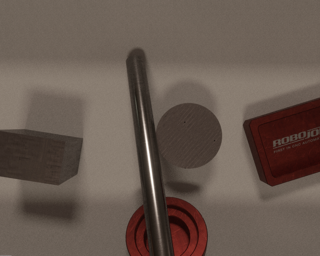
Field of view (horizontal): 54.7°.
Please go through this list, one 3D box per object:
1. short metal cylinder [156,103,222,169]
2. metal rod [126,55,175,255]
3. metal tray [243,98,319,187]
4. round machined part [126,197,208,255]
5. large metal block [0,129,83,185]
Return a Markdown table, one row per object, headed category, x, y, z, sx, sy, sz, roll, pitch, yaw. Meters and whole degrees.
| category | x | y | z | sx | sy | sz | roll | pitch | yaw |
| --- | --- | --- | --- | --- | --- | --- | --- | --- | --- |
| short metal cylinder | 0.035 | 0.009 | 0.399 | 0.081 | 0.050 | 0.079 | 0 | 90 | -1 |
| metal rod | -0.011 | 0.046 | 0.352 | 0.025 | 0.025 | 0.299 | -9 | 66 | 0 |
| metal tray | 0.188 | 0.015 | 0.411 | 0.131 | 0.030 | 0.090 | -17 | 90 | -1 |
| round machined part | 0.009 | 0.140 | 0.387 | 0.099 | 0.042 | 0.098 | -2 | 49 | 3 |
| large metal block | -0.148 | 0.033 | 0.382 | 0.081 | 0.080 | 0.050 | 9 | 90 | -1 |
